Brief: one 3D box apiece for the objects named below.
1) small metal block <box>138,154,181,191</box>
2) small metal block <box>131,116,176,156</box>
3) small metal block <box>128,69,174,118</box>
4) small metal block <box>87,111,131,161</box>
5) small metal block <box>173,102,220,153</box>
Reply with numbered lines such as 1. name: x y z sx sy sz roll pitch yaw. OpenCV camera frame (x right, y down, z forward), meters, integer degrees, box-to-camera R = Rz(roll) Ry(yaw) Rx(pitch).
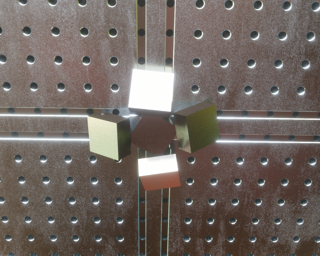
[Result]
1. small metal block: 0.000 0.062 0.423 0.050 0.025 0.050 -8 146 3
2. small metal block: -0.009 0.005 0.415 0.050 0.025 0.050 30 107 -11
3. small metal block: -0.011 -0.042 0.384 0.050 0.025 0.050 6 74 -3
4. small metal block: -0.066 0.009 0.404 0.050 0.025 0.050 13 114 32
5. small metal block: 0.048 -0.002 0.401 0.050 0.025 0.050 -22 113 -30
